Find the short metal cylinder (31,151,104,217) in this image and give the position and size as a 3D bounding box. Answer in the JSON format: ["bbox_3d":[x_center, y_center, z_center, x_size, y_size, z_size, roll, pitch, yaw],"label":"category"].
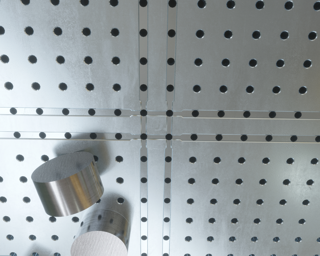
[{"bbox_3d":[-0.120,0.072,0.409,0.080,0.080,0.050,-12,110,4],"label":"short metal cylinder"}]

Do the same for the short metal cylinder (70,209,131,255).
[{"bbox_3d":[-0.086,0.170,0.462,0.081,0.050,0.079,0,110,0],"label":"short metal cylinder"}]
